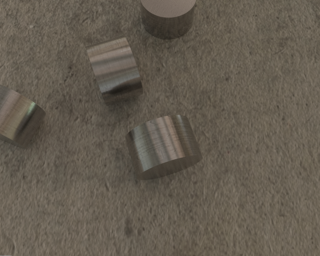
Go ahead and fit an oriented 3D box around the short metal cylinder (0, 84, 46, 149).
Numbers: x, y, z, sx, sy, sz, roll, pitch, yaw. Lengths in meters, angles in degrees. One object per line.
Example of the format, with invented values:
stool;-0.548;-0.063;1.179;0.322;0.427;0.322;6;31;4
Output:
short metal cylinder;-0.191;-0.014;0.382;0.080;0.080;0.050;22;72;7

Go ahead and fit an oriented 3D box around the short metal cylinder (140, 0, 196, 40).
short metal cylinder;0.012;-0.180;0.461;0.081;0.050;0.080;0;70;0

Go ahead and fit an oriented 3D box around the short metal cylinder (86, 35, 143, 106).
short metal cylinder;-0.059;-0.074;0.405;0.050;0.080;0.080;-19;71;-7

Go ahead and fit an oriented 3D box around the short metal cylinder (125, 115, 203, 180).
short metal cylinder;0.004;0.025;0.370;0.081;0.080;0.050;-16;71;-6
